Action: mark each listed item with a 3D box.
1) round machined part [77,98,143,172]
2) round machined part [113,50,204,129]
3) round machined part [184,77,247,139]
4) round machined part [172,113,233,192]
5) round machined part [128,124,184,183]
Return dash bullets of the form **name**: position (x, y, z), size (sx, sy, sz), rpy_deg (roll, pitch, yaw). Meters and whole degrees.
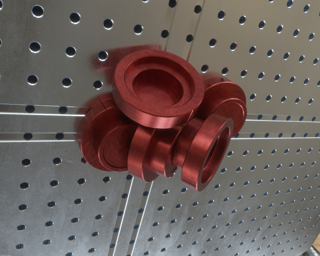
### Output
- **round machined part**: position (-0.049, 0.015, 0.384), size (0.099, 0.042, 0.097), rpy_deg (-14, 125, -21)
- **round machined part**: position (-0.004, -0.039, 0.346), size (0.099, 0.098, 0.042), rpy_deg (-12, 149, -22)
- **round machined part**: position (0.082, -0.019, 0.435), size (0.099, 0.042, 0.097), rpy_deg (-14, 125, -21)
- **round machined part**: position (0.050, 0.026, 0.383), size (0.098, 0.042, 0.097), rpy_deg (-47, 151, -37)
- **round machined part**: position (0.004, 0.023, 0.388), size (0.098, 0.042, 0.097), rpy_deg (-52, 153, -39)
